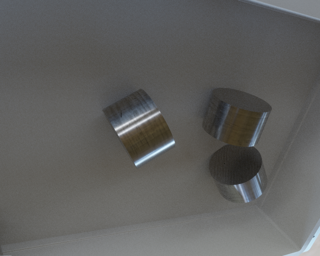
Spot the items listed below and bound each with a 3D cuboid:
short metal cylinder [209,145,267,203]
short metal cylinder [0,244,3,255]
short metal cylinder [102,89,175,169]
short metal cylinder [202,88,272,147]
[{"bbox_3d":[0.123,0.070,0.486,0.080,0.080,0.050,-34,129,-7],"label":"short metal cylinder"},{"bbox_3d":[-0.221,0.145,0.343,0.081,0.080,0.050,-10,123,-23],"label":"short metal cylinder"},{"bbox_3d":[-0.025,0.001,0.361,0.050,0.080,0.080,-31,129,-9],"label":"short metal cylinder"},{"bbox_3d":[0.103,-0.016,0.422,0.081,0.080,0.050,-1,119,-29],"label":"short metal cylinder"}]
